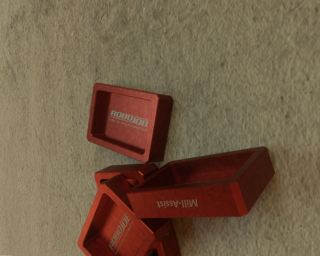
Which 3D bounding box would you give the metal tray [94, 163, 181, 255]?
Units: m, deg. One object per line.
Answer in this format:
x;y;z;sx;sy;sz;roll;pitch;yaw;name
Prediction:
-0.031;0.113;0.405;0.090;0.030;0.129;-9;99;39;metal tray

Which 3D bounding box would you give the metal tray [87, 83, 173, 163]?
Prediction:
-0.047;-0.011;0.438;0.130;0.030;0.089;16;100;38;metal tray

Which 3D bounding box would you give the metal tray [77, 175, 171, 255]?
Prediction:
-0.050;0.133;0.386;0.090;0.030;0.129;40;124;22;metal tray

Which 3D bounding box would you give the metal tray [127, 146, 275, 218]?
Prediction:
0.041;0.057;0.324;0.130;0.091;0.030;-14;99;38;metal tray
